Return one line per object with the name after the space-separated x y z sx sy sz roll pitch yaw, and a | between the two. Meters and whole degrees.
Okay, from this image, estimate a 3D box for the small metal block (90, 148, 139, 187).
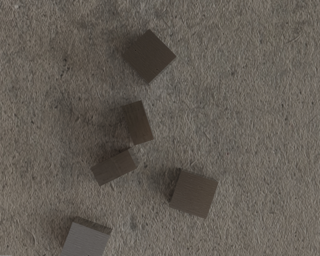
-0.056 0.048 0.397 0.050 0.050 0.025 -26 90 0 | small metal block

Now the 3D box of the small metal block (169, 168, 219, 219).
0.043 0.086 0.410 0.050 0.025 0.050 18 90 0 | small metal block

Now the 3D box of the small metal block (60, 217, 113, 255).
-0.097 0.152 0.409 0.050 0.025 0.050 20 90 0 | small metal block

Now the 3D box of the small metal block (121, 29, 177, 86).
-0.014 -0.092 0.410 0.050 0.025 0.050 -45 90 0 | small metal block

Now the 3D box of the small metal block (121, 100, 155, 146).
-0.027 -0.006 0.397 0.025 0.050 0.050 -18 90 0 | small metal block
